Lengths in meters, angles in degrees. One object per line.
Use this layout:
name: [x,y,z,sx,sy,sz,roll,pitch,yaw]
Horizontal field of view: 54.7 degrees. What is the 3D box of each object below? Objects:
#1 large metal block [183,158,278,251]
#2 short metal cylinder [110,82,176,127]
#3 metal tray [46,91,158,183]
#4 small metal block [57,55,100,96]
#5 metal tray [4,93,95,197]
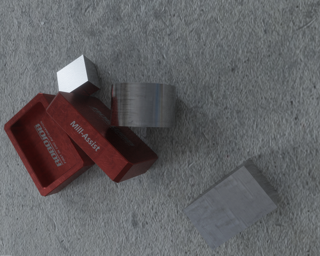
large metal block: [0.082,0.081,0.351,0.080,0.080,0.050,-40,77,15]
short metal cylinder: [-0.021,-0.027,0.387,0.080,0.080,0.050,2,91,20]
metal tray: [-0.071,0.009,0.399,0.130,0.090,0.030,43,103,15]
small metal block: [-0.117,-0.068,0.441,0.050,0.025,0.050,-29,57,18]
metal tray: [-0.167,0.024,0.465,0.090,0.030,0.130,-37,78,16]
